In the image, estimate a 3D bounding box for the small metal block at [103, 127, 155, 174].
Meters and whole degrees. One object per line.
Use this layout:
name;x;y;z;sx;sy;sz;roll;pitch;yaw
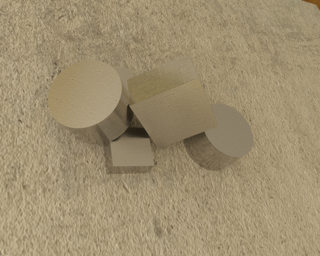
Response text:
small metal block;-0.039;0.027;0.369;0.050;0.025;0.050;3;61;-27

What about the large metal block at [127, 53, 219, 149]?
large metal block;0.016;-0.030;0.375;0.050;0.080;0.080;-100;164;-45

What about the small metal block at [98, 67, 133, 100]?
small metal block;-0.060;-0.052;0.405;0.050;0.025;0.050;-1;62;-29

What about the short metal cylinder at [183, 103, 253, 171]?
short metal cylinder;0.079;0.013;0.426;0.081;0.050;0.080;14;56;-21

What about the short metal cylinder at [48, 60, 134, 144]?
short metal cylinder;-0.074;-0.028;0.344;0.080;0.050;0.080;-3;68;9
